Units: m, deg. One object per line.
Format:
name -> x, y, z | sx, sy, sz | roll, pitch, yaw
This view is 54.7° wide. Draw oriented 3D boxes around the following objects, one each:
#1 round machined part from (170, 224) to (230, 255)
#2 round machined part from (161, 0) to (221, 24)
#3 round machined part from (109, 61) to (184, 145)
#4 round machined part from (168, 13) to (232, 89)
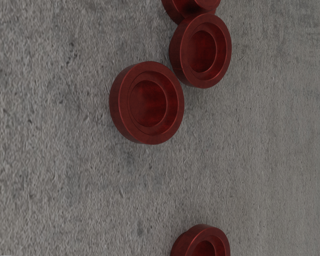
round machined part -> 0.052, 0.185, 0.438 | 0.099, 0.042, 0.097 | 0, 90, -40
round machined part -> 0.049, -0.193, 0.434 | 0.099, 0.042, 0.097 | 0, 90, -40
round machined part -> -0.020, -0.029, 0.377 | 0.099, 0.042, 0.097 | 0, 90, -40
round machined part -> 0.051, -0.105, 0.427 | 0.099, 0.042, 0.097 | -12, 110, -36
